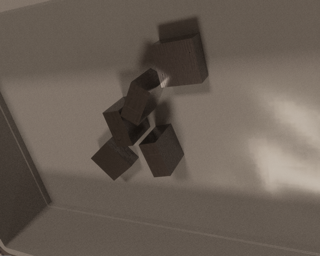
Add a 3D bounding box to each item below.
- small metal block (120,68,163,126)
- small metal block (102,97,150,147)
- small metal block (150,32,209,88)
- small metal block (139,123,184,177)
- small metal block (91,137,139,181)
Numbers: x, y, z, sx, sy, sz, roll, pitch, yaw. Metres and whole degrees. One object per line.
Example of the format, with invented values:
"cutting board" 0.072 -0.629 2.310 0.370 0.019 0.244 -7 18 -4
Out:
"small metal block" -0.019 -0.039 0.377 0.025 0.050 0.050 30 127 9
"small metal block" -0.042 -0.010 0.407 0.025 0.050 0.050 -6 116 31
"small metal block" 0.023 -0.076 0.349 0.050 0.025 0.050 -2 118 29
"small metal block" 0.004 0.029 0.407 0.025 0.050 0.050 -11 113 32
"small metal block" -0.069 0.045 0.471 0.050 0.025 0.050 45 129 -4
